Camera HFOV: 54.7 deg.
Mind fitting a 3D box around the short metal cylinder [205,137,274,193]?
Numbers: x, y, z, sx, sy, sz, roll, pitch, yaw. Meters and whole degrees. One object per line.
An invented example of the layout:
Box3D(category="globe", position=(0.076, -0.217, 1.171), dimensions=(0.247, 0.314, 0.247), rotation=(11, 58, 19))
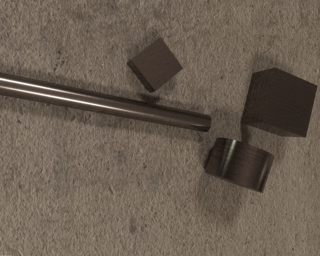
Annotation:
Box3D(category="short metal cylinder", position=(0.107, 0.050, 0.421), dimensions=(0.080, 0.080, 0.050), rotation=(23, 82, -19))

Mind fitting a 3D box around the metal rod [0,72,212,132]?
Box3D(category="metal rod", position=(-0.074, -0.031, 0.382), dimensions=(0.302, 0.025, 0.025), rotation=(10, 87, -20))

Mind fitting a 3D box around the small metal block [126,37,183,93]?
Box3D(category="small metal block", position=(-0.007, -0.082, 0.407), dimensions=(0.050, 0.025, 0.050), rotation=(-42, 104, -16))

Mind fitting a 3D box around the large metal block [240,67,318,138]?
Box3D(category="large metal block", position=(0.177, -0.035, 0.463), dimensions=(0.081, 0.050, 0.080), rotation=(17, 84, -20))
